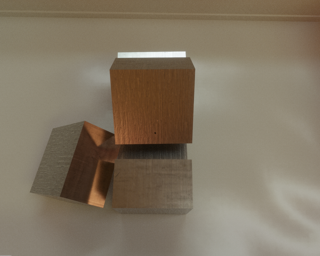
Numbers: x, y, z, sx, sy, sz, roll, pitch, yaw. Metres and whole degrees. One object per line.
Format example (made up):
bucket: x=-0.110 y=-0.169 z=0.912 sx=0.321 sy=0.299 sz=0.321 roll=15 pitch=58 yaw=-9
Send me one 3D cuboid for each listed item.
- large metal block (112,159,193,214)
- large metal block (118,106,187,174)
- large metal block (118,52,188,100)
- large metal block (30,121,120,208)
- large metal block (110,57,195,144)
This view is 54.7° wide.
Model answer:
large metal block: x=-0.007 y=0.069 z=0.352 sx=0.081 sy=0.080 sz=0.050 roll=0 pitch=70 yaw=0
large metal block: x=-0.009 y=0.013 z=0.392 sx=0.081 sy=0.050 sz=0.080 roll=-1 pitch=70 yaw=-1
large metal block: x=-0.009 y=-0.054 z=0.397 sx=0.081 sy=0.080 sz=0.050 roll=-1 pitch=70 yaw=-1
large metal block: x=-0.096 y=0.042 z=0.353 sx=0.050 sy=0.080 sz=0.080 roll=28 pitch=66 yaw=-36
large metal block: x=-0.007 y=-0.030 z=0.330 sx=0.081 sy=0.079 sz=0.050 roll=-1 pitch=25 yaw=-1
